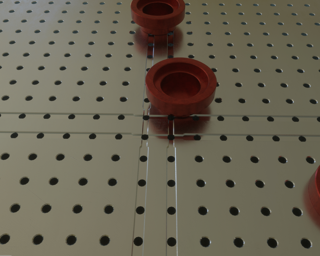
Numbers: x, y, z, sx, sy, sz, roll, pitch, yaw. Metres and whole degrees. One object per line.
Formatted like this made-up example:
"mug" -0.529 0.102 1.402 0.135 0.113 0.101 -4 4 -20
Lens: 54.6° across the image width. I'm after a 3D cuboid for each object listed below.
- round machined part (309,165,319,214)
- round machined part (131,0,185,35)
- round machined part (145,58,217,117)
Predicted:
"round machined part" 0.222 0.069 0.340 0.099 0.042 0.098 0 50 0
"round machined part" -0.004 -0.208 0.572 0.099 0.042 0.098 0 50 0
"round machined part" 0.029 -0.054 0.442 0.099 0.042 0.098 0 50 0
